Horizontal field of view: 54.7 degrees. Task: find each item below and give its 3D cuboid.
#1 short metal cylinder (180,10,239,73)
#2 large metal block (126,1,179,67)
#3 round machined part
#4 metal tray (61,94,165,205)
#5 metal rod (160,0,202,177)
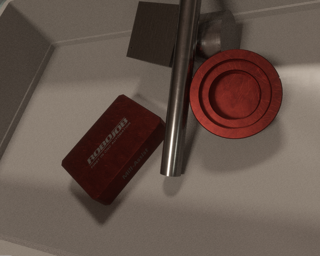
[{"bbox_3d":[0.066,-0.107,0.401,0.050,0.080,0.080,1,62,29],"label":"short metal cylinder"},{"bbox_3d":[0.006,-0.131,0.445,0.080,0.050,0.079,21,102,35],"label":"large metal block"},{"bbox_3d":[0.085,-0.037,0.354,0.098,0.042,0.097,0,90,14],"label":"round machined part"},{"bbox_3d":[-0.061,0.025,0.417,0.090,0.030,0.130,33,80,38],"label":"metal tray"},{"bbox_3d":[0.029,-0.093,0.360,0.025,0.025,0.298,8,93,31],"label":"metal rod"}]
